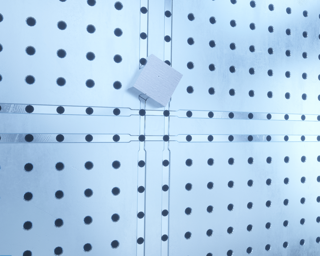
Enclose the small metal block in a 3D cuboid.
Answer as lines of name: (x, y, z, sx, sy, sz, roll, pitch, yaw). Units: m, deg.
small metal block: (-0.006, -0.061, 0.411, 0.050, 0.025, 0.050, 32, 80, -18)
